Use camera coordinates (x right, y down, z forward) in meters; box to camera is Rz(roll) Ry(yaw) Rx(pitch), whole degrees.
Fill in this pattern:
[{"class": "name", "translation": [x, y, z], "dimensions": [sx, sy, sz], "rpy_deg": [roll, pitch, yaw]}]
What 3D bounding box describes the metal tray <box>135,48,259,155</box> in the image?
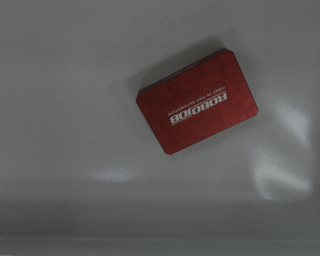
[{"class": "metal tray", "translation": [0.046, -0.032, 0.397], "dimensions": [0.130, 0.030, 0.090], "rpy_deg": [-26, 108, 9]}]
